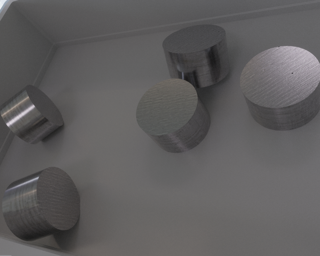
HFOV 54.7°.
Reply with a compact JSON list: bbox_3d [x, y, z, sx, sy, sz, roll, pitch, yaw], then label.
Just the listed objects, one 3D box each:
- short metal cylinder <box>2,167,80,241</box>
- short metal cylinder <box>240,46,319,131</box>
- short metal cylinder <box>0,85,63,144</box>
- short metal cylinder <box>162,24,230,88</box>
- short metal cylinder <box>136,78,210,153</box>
[{"bbox_3d":[-0.146,0.095,0.389,0.050,0.080,0.080,-22,54,15],"label":"short metal cylinder"},{"bbox_3d":[0.135,-0.044,0.345,0.080,0.050,0.080,-13,56,21],"label":"short metal cylinder"},{"bbox_3d":[-0.200,-0.021,0.489,0.050,0.080,0.080,-36,51,4],"label":"short metal cylinder"},{"bbox_3d":[0.048,-0.095,0.406,0.080,0.050,0.080,-10,38,8],"label":"short metal cylinder"},{"bbox_3d":[0.017,-0.015,0.390,0.080,0.050,0.080,-13,56,21],"label":"short metal cylinder"}]
